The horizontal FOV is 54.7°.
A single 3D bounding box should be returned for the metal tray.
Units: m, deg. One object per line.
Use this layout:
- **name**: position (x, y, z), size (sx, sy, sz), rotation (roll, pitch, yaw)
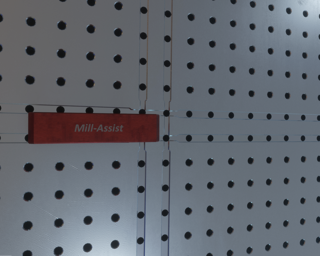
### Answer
- **metal tray**: position (-0.076, 0.000, 0.350), size (0.131, 0.090, 0.030), rotation (0, 90, -20)
